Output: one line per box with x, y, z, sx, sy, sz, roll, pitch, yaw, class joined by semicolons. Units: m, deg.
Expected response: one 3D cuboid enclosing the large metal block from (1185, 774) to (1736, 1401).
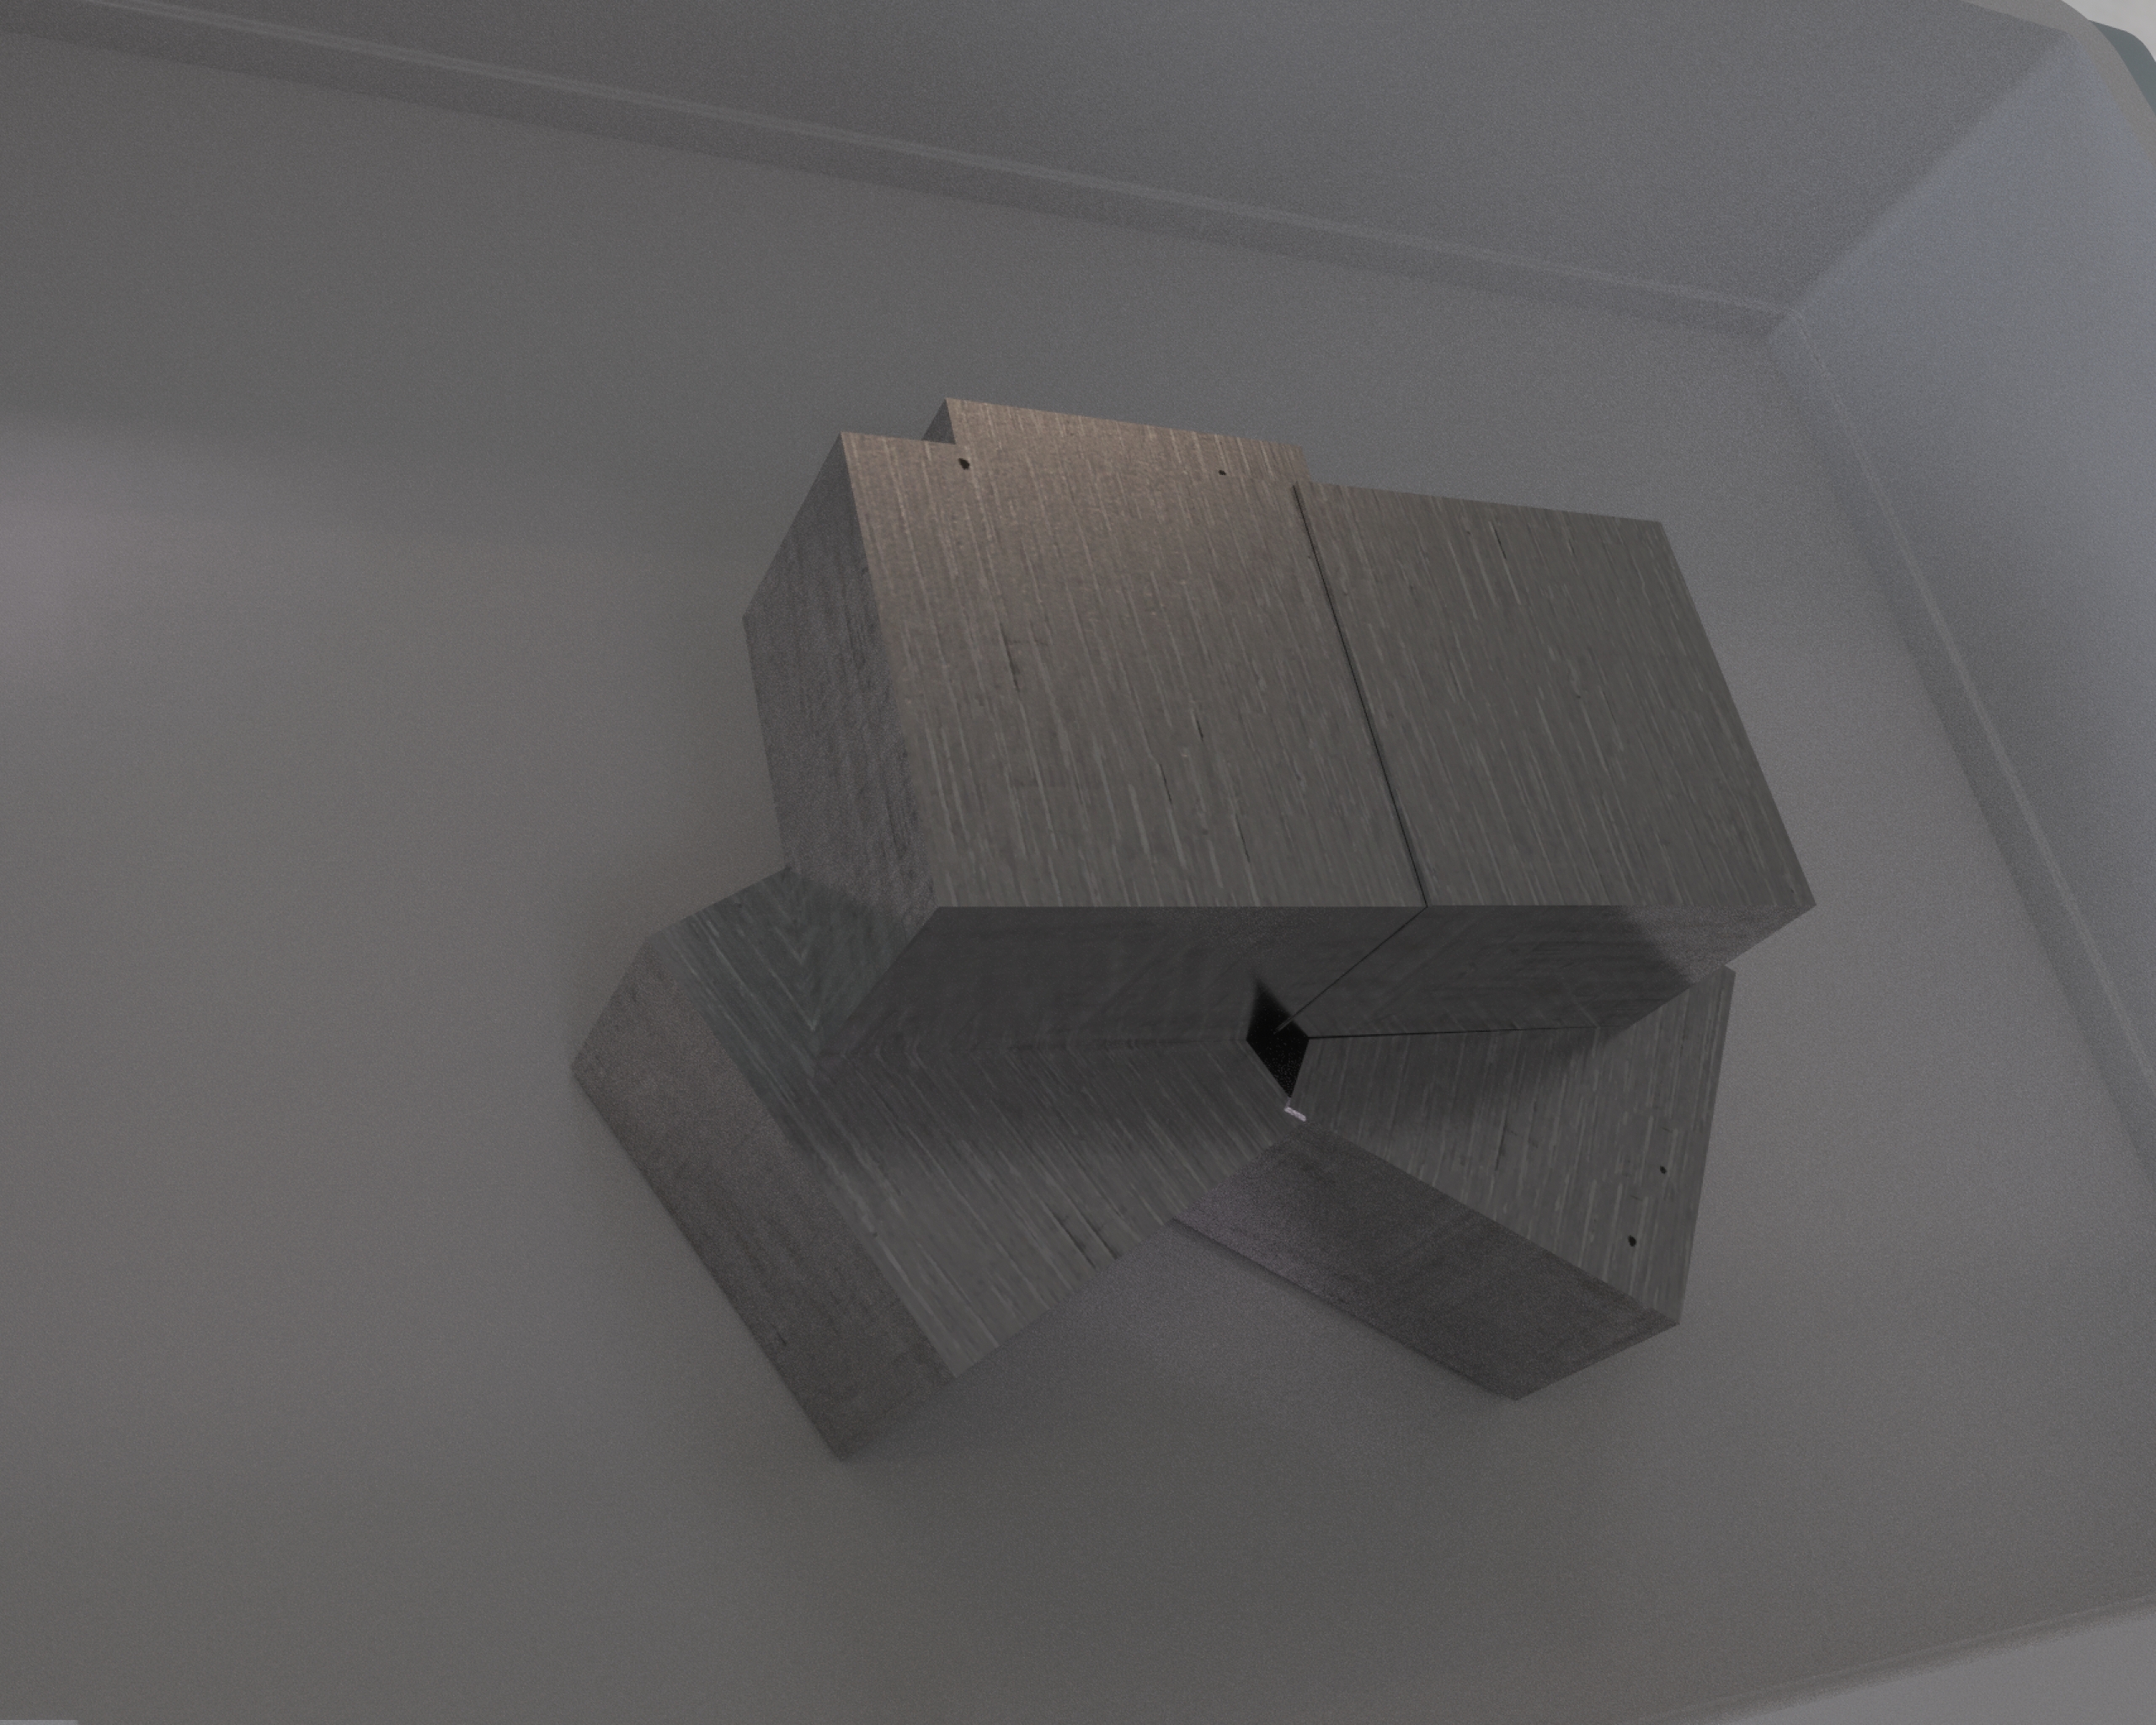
0.072;0.043;0.399;0.080;0.050;0.080;30;52;-9;large metal block

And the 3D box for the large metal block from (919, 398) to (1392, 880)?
0.008;-0.041;0.417;0.081;0.050;0.080;1;61;-28;large metal block

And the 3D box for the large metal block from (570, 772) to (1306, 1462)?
-0.024;0.039;0.351;0.081;0.050;0.080;-29;78;-37;large metal block

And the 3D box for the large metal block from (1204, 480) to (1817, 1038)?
0.070;-0.017;0.369;0.081;0.050;0.080;1;62;-28;large metal block

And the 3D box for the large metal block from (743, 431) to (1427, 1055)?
-0.002;-0.017;0.333;0.081;0.050;0.080;1;62;-28;large metal block
